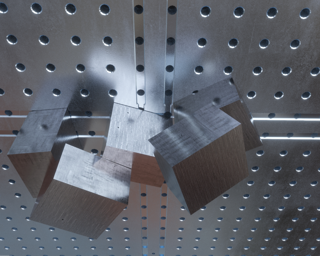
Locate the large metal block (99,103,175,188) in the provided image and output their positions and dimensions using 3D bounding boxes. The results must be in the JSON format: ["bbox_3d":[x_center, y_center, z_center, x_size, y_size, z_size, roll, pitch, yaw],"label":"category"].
[{"bbox_3d":[-0.029,0.021,0.392,0.081,0.080,0.050,15,129,-13],"label":"large metal block"}]

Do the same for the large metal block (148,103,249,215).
[{"bbox_3d":[0.044,0.033,0.334,0.080,0.050,0.080,-31,130,-13],"label":"large metal block"}]

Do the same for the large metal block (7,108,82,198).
[{"bbox_3d":[-0.142,0.032,0.400,0.050,0.080,0.080,-5,130,4],"label":"large metal block"}]

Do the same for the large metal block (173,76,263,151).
[{"bbox_3d":[0.072,-0.006,0.391,0.080,0.050,0.080,-24,127,18],"label":"large metal block"}]

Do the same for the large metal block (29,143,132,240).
[{"bbox_3d":[-0.089,0.074,0.351,0.080,0.050,0.080,25,125,-20],"label":"large metal block"}]
